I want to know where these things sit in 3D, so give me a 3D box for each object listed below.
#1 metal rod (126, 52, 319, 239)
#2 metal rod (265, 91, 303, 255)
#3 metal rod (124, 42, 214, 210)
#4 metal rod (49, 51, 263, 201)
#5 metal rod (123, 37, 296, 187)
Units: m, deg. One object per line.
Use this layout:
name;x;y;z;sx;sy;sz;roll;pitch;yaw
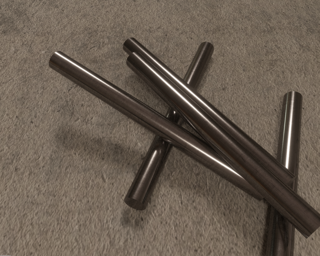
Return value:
metal rod;0.053;-0.002;0.356;0.025;0.025;0.300;-29;57;-23
metal rod;0.141;0.066;0.349;0.025;0.025;0.300;15;51;12
metal rod;0.025;-0.025;0.424;0.025;0.025;0.301;16;52;13
metal rod;-0.008;-0.008;0.371;0.301;0.025;0.025;32;56;10
metal rod;0.044;-0.034;0.398;0.025;0.025;0.300;-30;57;-23
